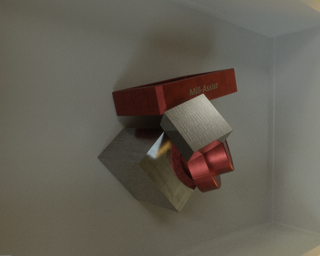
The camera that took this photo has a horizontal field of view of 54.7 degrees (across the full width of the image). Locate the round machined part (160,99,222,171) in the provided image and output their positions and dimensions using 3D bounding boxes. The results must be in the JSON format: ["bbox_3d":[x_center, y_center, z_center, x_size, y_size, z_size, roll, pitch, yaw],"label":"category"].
[{"bbox_3d":[0.038,0.009,0.430,0.099,0.042,0.097,0,90,-40],"label":"round machined part"}]

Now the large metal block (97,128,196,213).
[{"bbox_3d":[-0.012,0.046,0.361,0.050,0.080,0.080,-52,121,-28],"label":"large metal block"}]

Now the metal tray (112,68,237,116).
[{"bbox_3d":[0.020,-0.045,0.380,0.131,0.090,0.030,-19,103,-39],"label":"metal tray"}]

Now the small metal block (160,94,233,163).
[{"bbox_3d":[0.036,-0.001,0.317,0.050,0.025,0.050,-27,69,-24],"label":"small metal block"}]

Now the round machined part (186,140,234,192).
[{"bbox_3d":[0.058,0.024,0.369,0.098,0.042,0.097,-19,90,-76],"label":"round machined part"}]
